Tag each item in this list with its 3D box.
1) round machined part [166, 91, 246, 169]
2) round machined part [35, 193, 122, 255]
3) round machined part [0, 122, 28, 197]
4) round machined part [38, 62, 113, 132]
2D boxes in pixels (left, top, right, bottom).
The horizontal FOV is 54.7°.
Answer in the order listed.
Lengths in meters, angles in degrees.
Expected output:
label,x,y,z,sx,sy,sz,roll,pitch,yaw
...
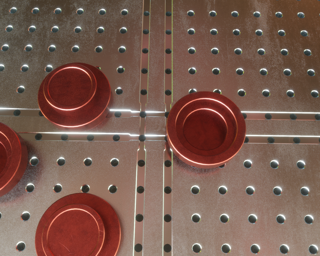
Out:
label,x,y,z,sx,sy,sz,roll,pitch,yaw
round machined part,0.057,0.005,0.402,0.099,0.042,0.098,0,70,-1
round machined part,-0.095,0.124,0.356,0.099,0.042,0.098,0,70,-1
round machined part,-0.214,0.042,0.385,0.099,0.042,0.098,0,70,-1
round machined part,-0.116,-0.047,0.419,0.099,0.042,0.098,0,70,-1
